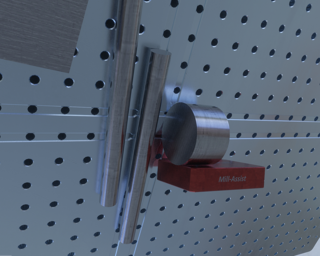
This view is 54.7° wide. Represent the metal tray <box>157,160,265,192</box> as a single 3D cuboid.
[{"bbox_3d":[0.073,0.065,0.447,0.131,0.090,0.030,4,90,-30],"label":"metal tray"}]

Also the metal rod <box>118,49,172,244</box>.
[{"bbox_3d":[-0.026,0.043,0.423,0.025,0.025,0.298,-3,120,-27],"label":"metal rod"}]

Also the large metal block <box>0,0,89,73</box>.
[{"bbox_3d":[-0.114,-0.102,0.270,0.081,0.050,0.079,8,114,-32],"label":"large metal block"}]

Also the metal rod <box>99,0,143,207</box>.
[{"bbox_3d":[-0.048,-0.028,0.367,0.025,0.025,0.298,-4,120,-27],"label":"metal rod"}]

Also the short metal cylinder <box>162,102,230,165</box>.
[{"bbox_3d":[0.045,0.008,0.405,0.050,0.080,0.079,4,117,-30],"label":"short metal cylinder"}]
